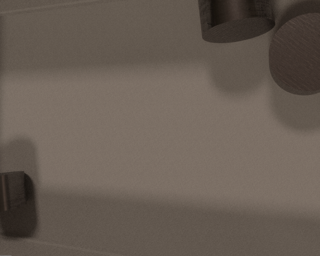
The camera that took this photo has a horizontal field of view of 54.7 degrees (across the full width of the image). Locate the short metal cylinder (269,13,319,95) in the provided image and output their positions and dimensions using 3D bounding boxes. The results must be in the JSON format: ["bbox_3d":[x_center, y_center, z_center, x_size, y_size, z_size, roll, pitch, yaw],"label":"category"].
[{"bbox_3d":[0.162,-0.078,0.340,0.080,0.050,0.079,0,90,19],"label":"short metal cylinder"}]

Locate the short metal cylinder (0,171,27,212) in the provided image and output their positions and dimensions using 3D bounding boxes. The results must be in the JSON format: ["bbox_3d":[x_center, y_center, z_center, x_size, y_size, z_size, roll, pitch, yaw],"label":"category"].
[{"bbox_3d":[-0.246,0.096,0.466,0.080,0.080,0.050,-7,88,19],"label":"short metal cylinder"}]

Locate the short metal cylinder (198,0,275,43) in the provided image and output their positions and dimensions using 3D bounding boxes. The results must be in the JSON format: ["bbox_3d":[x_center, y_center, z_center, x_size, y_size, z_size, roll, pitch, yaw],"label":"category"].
[{"bbox_3d":[0.085,-0.134,0.351,0.080,0.080,0.050,-7,88,19],"label":"short metal cylinder"}]
